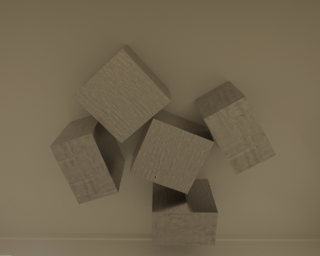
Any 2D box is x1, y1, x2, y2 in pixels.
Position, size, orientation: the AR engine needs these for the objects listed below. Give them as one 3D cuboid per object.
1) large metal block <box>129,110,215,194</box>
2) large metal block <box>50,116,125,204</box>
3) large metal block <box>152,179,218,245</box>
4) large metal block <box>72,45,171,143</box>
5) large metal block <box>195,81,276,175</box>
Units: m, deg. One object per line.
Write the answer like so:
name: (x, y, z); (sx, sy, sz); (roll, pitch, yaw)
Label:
large metal block: (0.014, 0.029, 0.407); (0.080, 0.050, 0.079); (21, 109, -8)
large metal block: (-0.086, 0.035, 0.392); (0.050, 0.080, 0.080); (-18, 109, 6)
large metal block: (0.030, 0.112, 0.423); (0.081, 0.080, 0.050); (1, 110, -1)
large metal block: (-0.044, -0.043, 0.380); (0.080, 0.050, 0.080); (-40, 106, 13)
large metal block: (0.089, -0.003, 0.380); (0.050, 0.080, 0.080); (-29, 108, 10)
